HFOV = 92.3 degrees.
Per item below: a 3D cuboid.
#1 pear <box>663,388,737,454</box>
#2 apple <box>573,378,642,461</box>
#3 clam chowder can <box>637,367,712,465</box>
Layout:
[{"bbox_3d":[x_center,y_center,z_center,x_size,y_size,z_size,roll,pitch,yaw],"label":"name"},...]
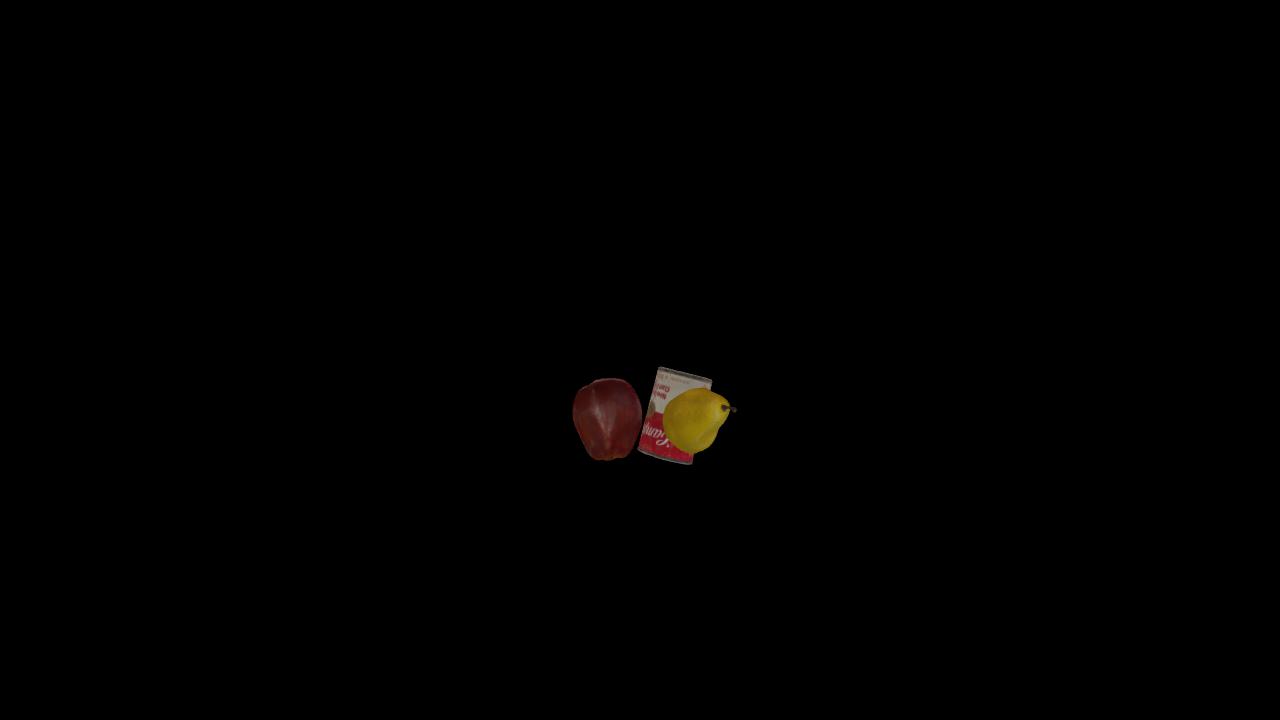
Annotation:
[{"bbox_3d":[0.070,0.058,0.692,0.080,0.080,0.111,0,-26,-35],"label":"pear"},{"bbox_3d":[-0.035,0.063,0.684,0.079,0.093,0.079,-9,-16,-3],"label":"apple"},{"bbox_3d":[0.042,0.064,0.722,0.068,0.102,0.068,15,-1,0],"label":"clam chowder can"}]
